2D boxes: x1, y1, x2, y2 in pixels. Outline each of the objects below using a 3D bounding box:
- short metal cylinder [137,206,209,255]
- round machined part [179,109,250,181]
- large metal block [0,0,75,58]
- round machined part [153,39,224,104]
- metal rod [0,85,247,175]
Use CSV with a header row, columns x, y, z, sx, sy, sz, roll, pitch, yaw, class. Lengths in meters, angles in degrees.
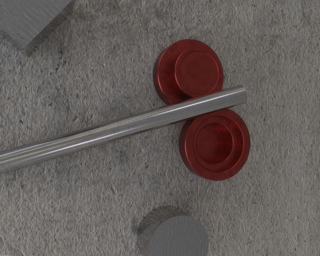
x,y,z,sx,sy,sz,roll,pitch,yaw,class
0.015,0.147,0.402,0.081,0.050,0.079,0,90,-20,short metal cylinder
0.071,0.021,0.426,0.099,0.042,0.097,0,90,-20,round machined part
-0.152,-0.139,0.339,0.080,0.050,0.080,42,77,-15,large metal block
0.044,-0.071,0.416,0.099,0.042,0.097,0,90,-20,round machined part
-0.037,-0.002,0.370,0.302,0.025,0.025,-16,96,-10,metal rod
